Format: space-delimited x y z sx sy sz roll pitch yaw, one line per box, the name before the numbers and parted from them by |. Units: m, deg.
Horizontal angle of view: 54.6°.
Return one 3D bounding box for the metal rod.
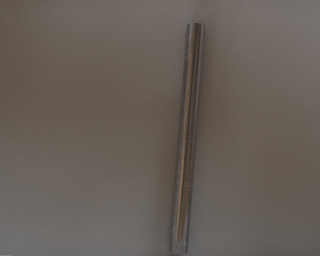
metal rod | 0.036 0.014 0.411 0.025 0.025 0.298 5 90 0
